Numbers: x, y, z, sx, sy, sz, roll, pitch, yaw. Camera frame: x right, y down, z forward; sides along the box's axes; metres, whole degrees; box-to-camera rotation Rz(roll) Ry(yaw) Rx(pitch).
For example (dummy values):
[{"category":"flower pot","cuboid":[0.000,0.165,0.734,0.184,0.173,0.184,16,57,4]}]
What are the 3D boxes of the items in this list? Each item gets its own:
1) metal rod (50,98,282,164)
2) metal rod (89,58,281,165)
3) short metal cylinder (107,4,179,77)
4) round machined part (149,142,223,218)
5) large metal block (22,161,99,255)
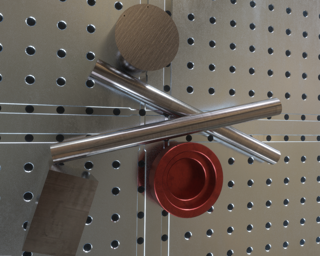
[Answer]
[{"category":"metal rod","cuboid":[0.018,0.000,0.399,0.302,0.025,0.025,-12,94,-12]},{"category":"metal rod","cuboid":[0.048,-0.015,0.431,0.302,0.025,0.025,25,82,-19]},{"category":"short metal cylinder","cuboid":[-0.023,-0.108,0.392,0.081,0.050,0.079,0,90,-20]},{"category":"round machined part","cuboid":[0.032,0.067,0.417,0.099,0.042,0.097,0,90,-21]},{"category":"large metal block","cuboid":[-0.111,0.085,0.343,0.050,0.080,0.080,19,84,-20]}]
